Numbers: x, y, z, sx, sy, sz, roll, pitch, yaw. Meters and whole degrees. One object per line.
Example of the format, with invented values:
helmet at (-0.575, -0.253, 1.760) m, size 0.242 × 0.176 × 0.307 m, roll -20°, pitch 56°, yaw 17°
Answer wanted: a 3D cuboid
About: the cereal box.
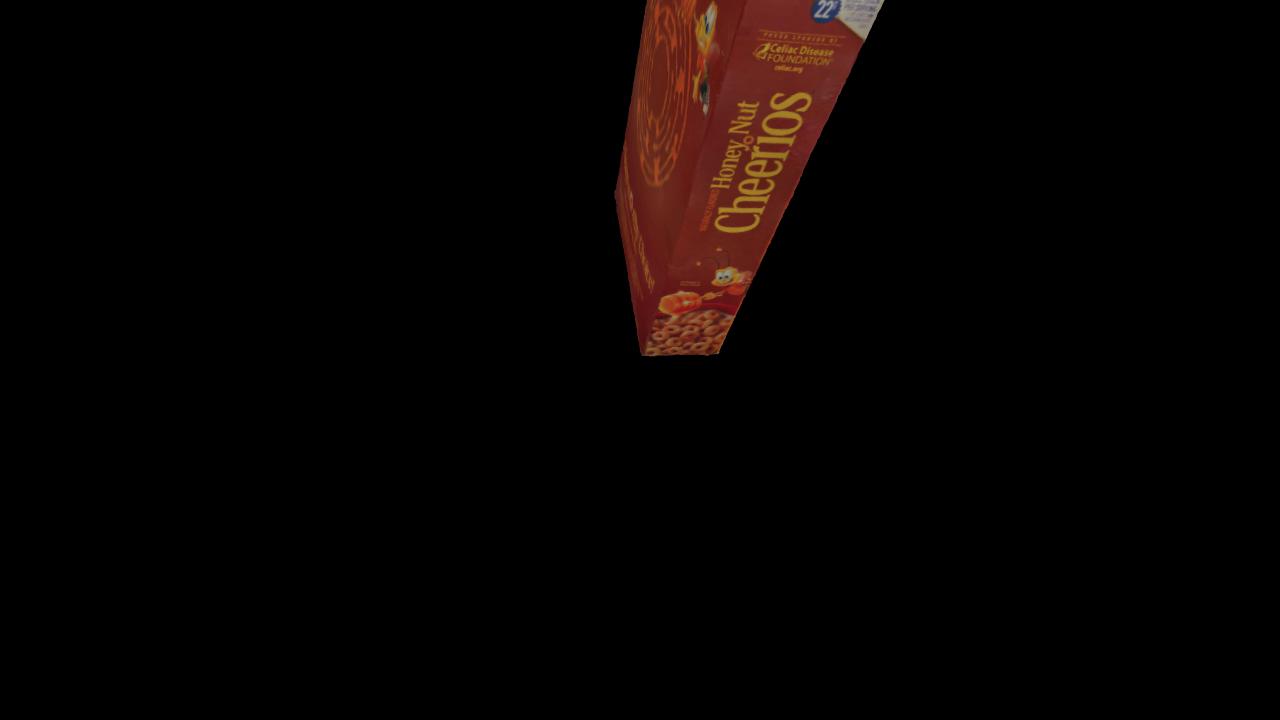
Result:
cereal box at (0.046, -0.167, 0.443) m, size 0.081 × 0.203 × 0.306 m, roll -1°, pitch -33°, yaw -12°
